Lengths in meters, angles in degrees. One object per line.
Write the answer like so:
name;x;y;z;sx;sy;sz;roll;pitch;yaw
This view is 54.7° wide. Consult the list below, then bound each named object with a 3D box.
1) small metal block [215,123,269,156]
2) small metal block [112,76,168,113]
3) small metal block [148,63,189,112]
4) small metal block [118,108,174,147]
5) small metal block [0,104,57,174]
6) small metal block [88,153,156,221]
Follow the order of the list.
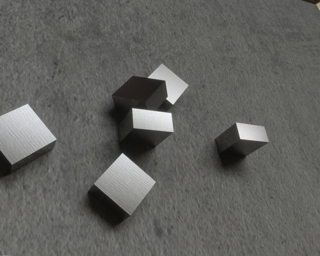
small metal block;0.116;0.018;0.442;0.050;0.050;0.025;7;59;-25
small metal block;-0.025;-0.041;0.400;0.050;0.025;0.050;13;44;27
small metal block;0.005;-0.057;0.443;0.050;0.025;0.050;39;51;-2
small metal block;-0.018;0.001;0.377;0.050;0.050;0.025;6;64;-26
small metal block;-0.145;0.010;0.320;0.050;0.025;0.050;49;51;6
small metal block;-0.041;0.065;0.343;0.050;0.025;0.050;41;51;0
